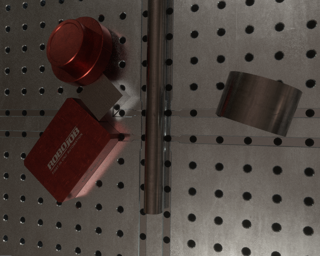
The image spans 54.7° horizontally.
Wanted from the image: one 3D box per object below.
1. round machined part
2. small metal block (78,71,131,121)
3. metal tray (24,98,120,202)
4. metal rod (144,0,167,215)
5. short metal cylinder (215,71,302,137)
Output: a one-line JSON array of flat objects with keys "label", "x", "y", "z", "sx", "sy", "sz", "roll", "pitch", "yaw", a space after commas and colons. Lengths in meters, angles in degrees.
[{"label": "round machined part", "x": -0.118, "y": -0.110, "z": 0.431, "sx": 0.098, "sy": 0.042, "sz": 0.098, "roll": -7, "pitch": 75, "yaw": 29}, {"label": "small metal block", "x": -0.079, "y": -0.045, "z": 0.439, "sx": 0.050, "sy": 0.025, "sz": 0.050, "roll": -45, "pitch": 77, "yaw": 14}, {"label": "metal tray", "x": -0.131, "y": 0.032, "z": 0.455, "sx": 0.090, "sy": 0.030, "sz": 0.130, "roll": 42, "pitch": 103, "yaw": 15}, {"label": "metal rod", "x": -0.006, "y": -0.037, "z": 0.413, "sx": 0.025, "sy": 0.025, "sz": 0.298, "roll": 1, "pitch": 90, "yaw": 19}, {"label": "short metal cylinder", "x": 0.108, "y": -0.027, "z": 0.345, "sx": 0.080, "sy": 0.080, "sz": 0.050, "roll": 20, "pitch": 97, "yaw": 18}]
